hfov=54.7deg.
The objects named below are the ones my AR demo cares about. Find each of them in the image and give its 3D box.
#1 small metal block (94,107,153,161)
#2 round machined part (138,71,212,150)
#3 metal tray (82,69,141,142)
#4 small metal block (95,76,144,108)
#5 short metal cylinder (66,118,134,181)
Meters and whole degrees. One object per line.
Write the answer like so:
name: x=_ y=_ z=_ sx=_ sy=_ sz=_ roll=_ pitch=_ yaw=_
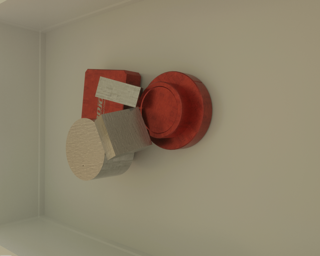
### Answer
small metal block: x=-0.044 y=0.006 z=0.372 sx=0.025 sy=0.050 sz=0.050 roll=-33 pitch=76 yaw=55
round machined part: x=0.011 y=-0.022 z=0.382 sx=0.098 sy=0.042 sz=0.097 roll=0 pitch=90 yaw=39
metal tray: x=-0.076 y=-0.020 z=0.459 sx=0.090 sy=0.030 sz=0.129 roll=10 pitch=96 yaw=39
small metal block: x=-0.049 y=-0.045 z=0.393 sx=0.050 sy=0.050 sz=0.025 roll=16 pitch=96 yaw=1
short metal cylinder: x=-0.081 y=0.027 z=0.413 sx=0.080 sy=0.050 sz=0.079 roll=0 pitch=90 yaw=39
